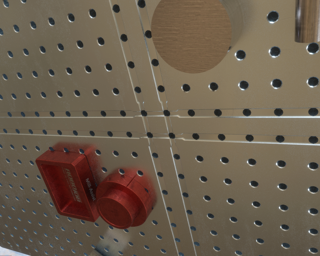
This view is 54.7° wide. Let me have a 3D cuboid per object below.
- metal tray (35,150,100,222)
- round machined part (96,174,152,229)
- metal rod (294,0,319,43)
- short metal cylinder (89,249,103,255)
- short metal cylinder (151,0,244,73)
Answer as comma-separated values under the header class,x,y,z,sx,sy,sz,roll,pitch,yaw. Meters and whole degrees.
class,x,y,z,sx,sy,sz,roll,pitch,yaw
metal tray,-0.160,0.105,0.557,0.090,0.030,0.129,2,120,27
round machined part,-0.066,0.128,0.514,0.098,0.042,0.097,13,124,21
metal rod,0.113,-0.213,0.220,0.025,0.025,0.298,3,120,26
short metal cylinder,-0.142,0.297,0.635,0.050,0.080,0.080,38,129,3
short metal cylinder,0.038,-0.101,0.312,0.080,0.050,0.079,13,124,21
